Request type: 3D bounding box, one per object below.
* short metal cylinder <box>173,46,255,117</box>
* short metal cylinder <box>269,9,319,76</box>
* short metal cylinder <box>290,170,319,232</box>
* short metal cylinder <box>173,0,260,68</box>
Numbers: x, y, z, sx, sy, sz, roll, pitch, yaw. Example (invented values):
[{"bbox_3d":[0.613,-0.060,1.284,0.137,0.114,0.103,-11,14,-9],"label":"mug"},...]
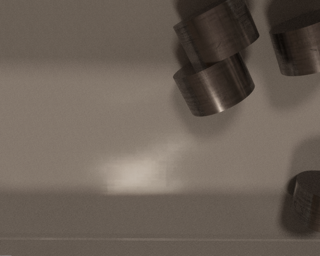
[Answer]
[{"bbox_3d":[0.063,-0.056,0.362,0.080,0.080,0.050,-27,108,9],"label":"short metal cylinder"},{"bbox_3d":[0.171,-0.098,0.348,0.080,0.080,0.050,-21,109,7],"label":"short metal cylinder"},{"bbox_3d":[0.225,0.099,0.422,0.081,0.080,0.050,1,110,-1],"label":"short metal cylinder"},{"bbox_3d":[0.062,-0.108,0.343,0.080,0.080,0.050,-26,108,9],"label":"short metal cylinder"}]
